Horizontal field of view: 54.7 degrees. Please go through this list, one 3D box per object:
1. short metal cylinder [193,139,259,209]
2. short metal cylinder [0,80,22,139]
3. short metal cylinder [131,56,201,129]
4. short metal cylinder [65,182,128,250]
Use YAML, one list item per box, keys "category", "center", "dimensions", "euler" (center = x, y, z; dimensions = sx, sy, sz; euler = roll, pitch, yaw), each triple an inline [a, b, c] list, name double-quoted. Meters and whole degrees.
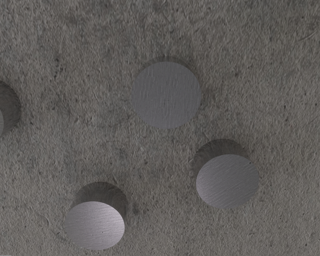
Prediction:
- category: "short metal cylinder"
  center: [0.086, 0.061, 0.420]
  dimensions: [0.081, 0.050, 0.079]
  euler: [0, 110, 0]
- category: "short metal cylinder"
  center: [-0.224, -0.020, 0.387]
  dimensions: [0.081, 0.050, 0.079]
  euler: [0, 110, 0]
- category: "short metal cylinder"
  center: [0.007, -0.045, 0.380]
  dimensions: [0.081, 0.050, 0.079]
  euler: [0, 110, 0]
- category: "short metal cylinder"
  center: [-0.088, 0.124, 0.441]
  dimensions: [0.081, 0.050, 0.079]
  euler: [0, 110, 0]
